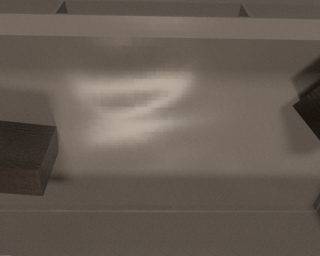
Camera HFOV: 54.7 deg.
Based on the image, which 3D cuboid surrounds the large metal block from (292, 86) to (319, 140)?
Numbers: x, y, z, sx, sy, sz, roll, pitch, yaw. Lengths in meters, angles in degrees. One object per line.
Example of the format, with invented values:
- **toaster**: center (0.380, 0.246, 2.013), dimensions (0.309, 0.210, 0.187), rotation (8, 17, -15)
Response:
- **large metal block**: center (0.217, -0.017, 0.353), dimensions (0.080, 0.080, 0.050), rotation (-43, 153, 29)

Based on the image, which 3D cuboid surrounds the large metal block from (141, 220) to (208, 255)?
- **large metal block**: center (0.025, 0.214, 0.560), dimensions (0.081, 0.050, 0.080), rotation (5, 135, -35)

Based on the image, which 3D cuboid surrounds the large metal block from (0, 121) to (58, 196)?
- **large metal block**: center (-0.184, 0.038, 0.402), dimensions (0.081, 0.080, 0.050), rotation (6, 130, -6)
